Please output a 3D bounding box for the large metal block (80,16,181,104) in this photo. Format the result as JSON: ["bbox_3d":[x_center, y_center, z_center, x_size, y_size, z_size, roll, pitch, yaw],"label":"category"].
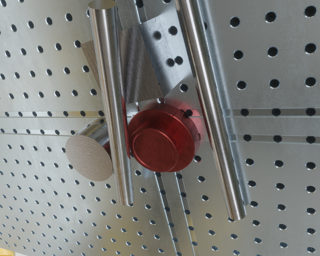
[{"bbox_3d":[-0.033,-0.076,0.364,0.080,0.050,0.080,-7,115,31],"label":"large metal block"}]

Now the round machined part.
[{"bbox_3d":[-0.001,0.020,0.412,0.098,0.042,0.097,13,124,20],"label":"round machined part"}]

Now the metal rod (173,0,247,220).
[{"bbox_3d":[0.065,-0.012,0.368,0.025,0.025,0.298,-4,117,29],"label":"metal rod"}]

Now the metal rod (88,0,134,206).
[{"bbox_3d":[-0.052,-0.001,0.377,0.025,0.025,0.298,17,135,18],"label":"metal rod"}]

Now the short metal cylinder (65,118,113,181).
[{"bbox_3d":[-0.092,0.032,0.462,0.080,0.050,0.079,13,124,20],"label":"short metal cylinder"}]
